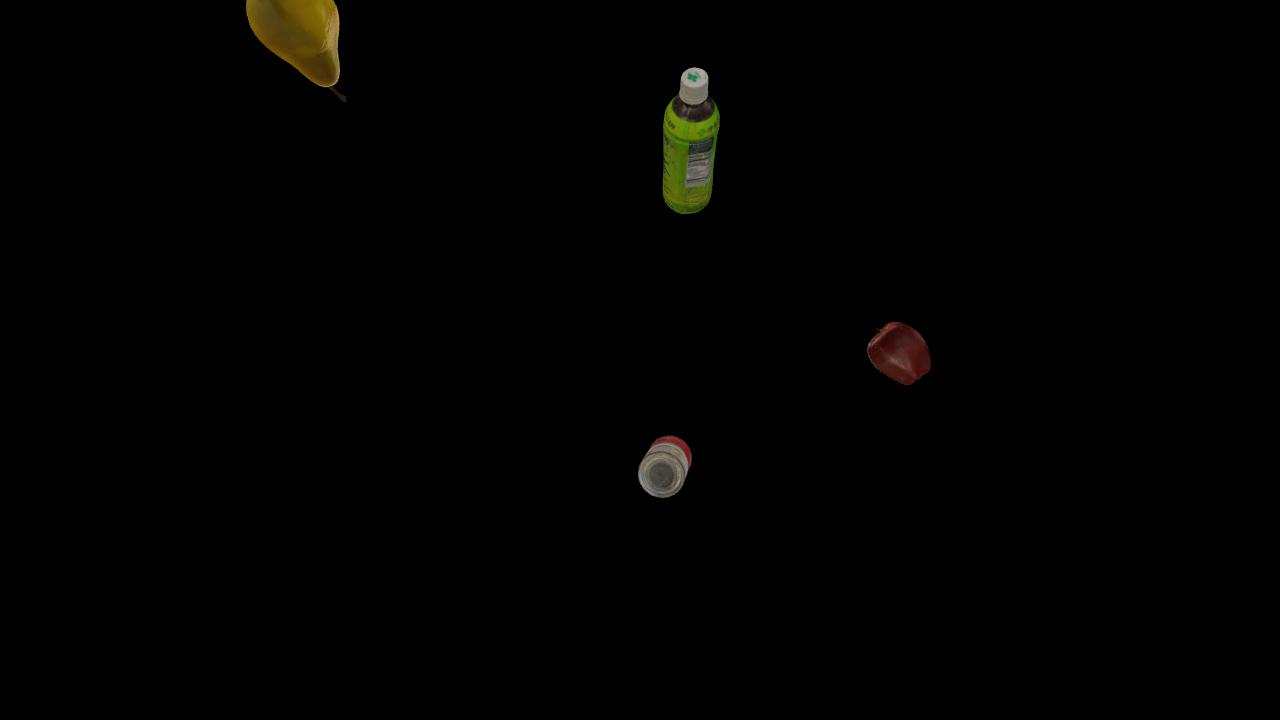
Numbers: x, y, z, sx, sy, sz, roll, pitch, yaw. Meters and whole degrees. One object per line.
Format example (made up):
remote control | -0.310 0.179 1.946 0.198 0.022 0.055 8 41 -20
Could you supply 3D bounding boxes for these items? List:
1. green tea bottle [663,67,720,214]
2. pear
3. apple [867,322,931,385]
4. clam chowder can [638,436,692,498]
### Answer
green tea bottle | 0.064 -0.270 0.770 0.073 0.073 0.212 0 -22 0
pear | -0.315 -0.297 0.580 0.080 0.111 0.080 -6 34 4
apple | 0.378 -0.012 0.895 0.079 0.093 0.079 -40 -8 -7
clam chowder can | 0.037 0.153 0.892 0.068 0.068 0.102 0 5 10
